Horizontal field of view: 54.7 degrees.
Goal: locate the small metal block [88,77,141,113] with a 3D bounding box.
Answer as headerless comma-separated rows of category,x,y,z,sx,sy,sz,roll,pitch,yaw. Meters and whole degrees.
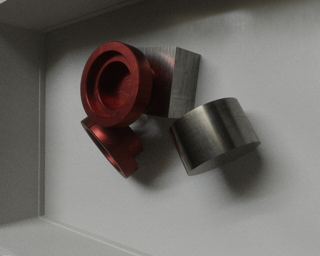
small metal block,-0.065,-0.046,0.442,0.050,0.050,0.025,43,116,31

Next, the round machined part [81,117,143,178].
round machined part,-0.060,0.017,0.420,0.042,0.098,0.098,-39,57,-15

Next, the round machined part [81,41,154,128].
round machined part,-0.046,-0.049,0.365,0.098,0.042,0.097,-2,87,38

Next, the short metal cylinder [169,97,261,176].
short metal cylinder,0.056,0.011,0.324,0.080,0.081,0.050,-36,68,34

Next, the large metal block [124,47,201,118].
large metal block,-0.001,-0.057,0.390,0.080,0.050,0.079,11,97,39
